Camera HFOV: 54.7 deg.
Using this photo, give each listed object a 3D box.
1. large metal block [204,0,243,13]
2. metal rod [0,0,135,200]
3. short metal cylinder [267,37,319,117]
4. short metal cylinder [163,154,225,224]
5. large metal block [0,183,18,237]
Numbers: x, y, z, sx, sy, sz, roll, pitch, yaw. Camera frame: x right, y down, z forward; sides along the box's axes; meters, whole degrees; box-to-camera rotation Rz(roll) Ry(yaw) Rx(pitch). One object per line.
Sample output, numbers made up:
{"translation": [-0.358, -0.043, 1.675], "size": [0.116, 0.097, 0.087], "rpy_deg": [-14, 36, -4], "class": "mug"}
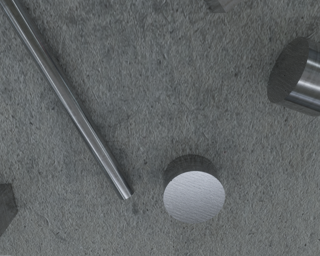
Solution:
{"translation": [0.081, -0.166, 0.320], "size": [0.080, 0.080, 0.050], "rpy_deg": [-35, 107, 12], "class": "large metal block"}
{"translation": [-0.113, -0.031, 0.397], "size": [0.025, 0.025, 0.299], "rpy_deg": [-25, 109, 8], "class": "metal rod"}
{"translation": [0.169, -0.059, 0.361], "size": [0.050, 0.080, 0.079], "rpy_deg": [18, 109, -7], "class": "short metal cylinder"}
{"translation": [0.045, 0.083, 0.428], "size": [0.081, 0.050, 0.079], "rpy_deg": [0, 110, 0], "class": "short metal cylinder"}
{"translation": [-0.255, 0.120, 0.422], "size": [0.080, 0.080, 0.050], "rpy_deg": [-2, 110, 1], "class": "large metal block"}
